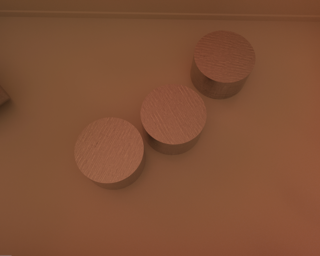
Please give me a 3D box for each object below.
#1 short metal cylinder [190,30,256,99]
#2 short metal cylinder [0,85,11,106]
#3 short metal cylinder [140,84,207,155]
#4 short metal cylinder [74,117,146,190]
[{"bbox_3d":[0.085,-0.086,0.429,0.081,0.050,0.080,0,70,0],"label":"short metal cylinder"},{"bbox_3d":[-0.242,-0.054,0.397,0.050,0.080,0.080,-41,75,-14],"label":"short metal cylinder"},{"bbox_3d":[0.016,-0.010,0.400,0.081,0.050,0.080,0,70,0],"label":"short metal cylinder"},{"bbox_3d":[-0.059,0.033,0.384,0.081,0.050,0.080,0,70,0],"label":"short metal cylinder"}]
